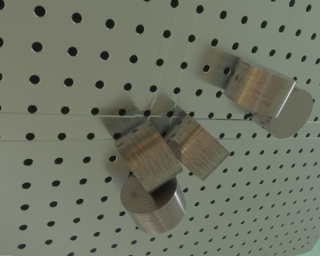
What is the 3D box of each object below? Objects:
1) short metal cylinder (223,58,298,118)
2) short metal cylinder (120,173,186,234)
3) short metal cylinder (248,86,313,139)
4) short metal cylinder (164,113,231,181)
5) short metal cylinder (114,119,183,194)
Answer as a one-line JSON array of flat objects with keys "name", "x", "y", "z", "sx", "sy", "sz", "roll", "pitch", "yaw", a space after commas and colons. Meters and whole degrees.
[{"name": "short metal cylinder", "x": 0.133, "y": -0.055, "z": 0.414, "sx": 0.081, "sy": 0.080, "sz": 0.050, "roll": 8, "pitch": 115, "yaw": -32}, {"name": "short metal cylinder", "x": -0.008, "y": 0.099, "z": 0.432, "sx": 0.080, "sy": 0.080, "sz": 0.050, "roll": -30, "pitch": 129, "yaw": -10}, {"name": "short metal cylinder", "x": 0.185, "y": -0.030, "z": 0.477, "sx": 0.081, "sy": 0.050, "sz": 0.079, "roll": -14, "pitch": 124, "yaw": -21}, {"name": "short metal cylinder", "x": 0.048, "y": 0.025, "z": 0.417, "sx": 0.050, "sy": 0.080, "sz": 0.080, "roll": -47, "pitch": 129, "yaw": 4}, {"name": "short metal cylinder", "x": -0.015, "y": 0.036, "z": 0.390, "sx": 0.050, "sy": 0.080, "sz": 0.080, "roll": -34, "pitch": 129, "yaw": -6}]
